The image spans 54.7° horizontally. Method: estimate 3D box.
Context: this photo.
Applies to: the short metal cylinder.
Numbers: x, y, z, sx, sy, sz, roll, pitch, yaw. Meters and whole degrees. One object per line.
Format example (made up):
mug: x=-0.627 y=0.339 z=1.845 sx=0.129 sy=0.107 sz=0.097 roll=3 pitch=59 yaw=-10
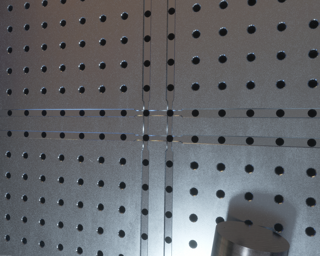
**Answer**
short metal cylinder: x=0.099 y=0.145 z=0.348 sx=0.080 sy=0.080 sz=0.050 roll=10 pitch=94 yaw=19
